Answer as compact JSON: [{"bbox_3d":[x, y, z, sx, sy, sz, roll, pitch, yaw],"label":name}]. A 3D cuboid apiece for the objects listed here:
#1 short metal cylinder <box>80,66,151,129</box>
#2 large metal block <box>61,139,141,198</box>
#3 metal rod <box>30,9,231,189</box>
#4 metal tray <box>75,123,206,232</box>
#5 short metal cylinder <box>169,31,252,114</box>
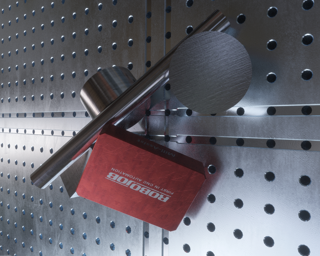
[{"bbox_3d":[-0.060,-0.037,0.420,0.080,0.081,0.050,-51,61,28],"label":"short metal cylinder"},{"bbox_3d":[-0.085,0.051,0.440,0.080,0.081,0.050,-47,62,29],"label":"large metal block"},{"bbox_3d":[-0.042,-0.028,0.372,0.300,0.025,0.025,-40,64,9],"label":"metal rod"},{"bbox_3d":[-0.023,0.061,0.371,0.131,0.030,0.089,24,110,-7],"label":"metal tray"},{"bbox_3d":[0.050,-0.058,0.325,0.080,0.050,0.079,0,102,2],"label":"short metal cylinder"}]
